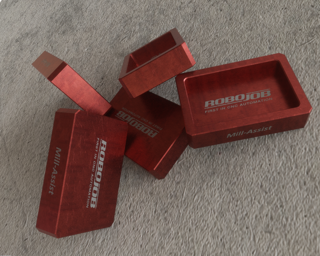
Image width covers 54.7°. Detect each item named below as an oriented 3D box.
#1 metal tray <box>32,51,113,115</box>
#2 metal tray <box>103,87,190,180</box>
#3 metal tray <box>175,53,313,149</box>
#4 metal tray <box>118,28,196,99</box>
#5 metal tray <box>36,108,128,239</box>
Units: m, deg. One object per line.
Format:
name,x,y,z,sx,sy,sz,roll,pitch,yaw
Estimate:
metal tray,-0.130,-0.063,0.449,0.030,0.090,0.130,-49,35,-6
metal tray,-0.023,-0.001,0.413,0.130,0.030,0.090,29,77,37
metal tray,0.089,-0.033,0.354,0.131,0.030,0.090,-11,55,4
metal tray,-0.006,-0.093,0.423,0.090,0.030,0.130,-27,23,10
metal tray,-0.083,0.049,0.350,0.030,0.090,0.129,6,85,31
